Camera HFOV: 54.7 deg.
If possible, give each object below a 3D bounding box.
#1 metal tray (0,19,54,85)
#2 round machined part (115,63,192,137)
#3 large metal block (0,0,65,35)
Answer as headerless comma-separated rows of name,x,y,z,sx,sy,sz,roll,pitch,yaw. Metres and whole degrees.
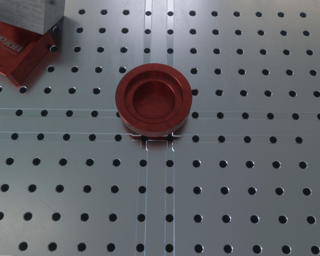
metal tray,-0.238,-0.130,0.454,0.130,0.030,0.090,29,72,10
round machined part,-0.008,-0.034,0.415,0.099,0.042,0.098,0,70,0
large metal block,-0.188,-0.182,0.438,0.080,0.050,0.080,17,38,-5
